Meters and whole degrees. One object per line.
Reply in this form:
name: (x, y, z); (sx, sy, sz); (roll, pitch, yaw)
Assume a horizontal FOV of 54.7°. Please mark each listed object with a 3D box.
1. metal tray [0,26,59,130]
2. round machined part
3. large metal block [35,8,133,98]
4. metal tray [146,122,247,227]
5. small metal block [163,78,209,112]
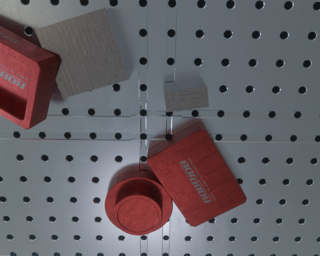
metal tray: (-0.187, -0.067, 0.355); (0.130, 0.030, 0.089); (29, 122, 6)
round machined part: (-0.031, 0.114, 0.446); (0.099, 0.042, 0.097); (0, 110, 0)
large metal block: (-0.085, -0.089, 0.366); (0.080, 0.050, 0.080); (-15, 110, 5)
metal tray: (0.052, 0.068, 0.436); (0.090, 0.030, 0.130); (-30, 108, 10)
small metal block: (0.031, -0.042, 0.385); (0.050, 0.050, 0.025); (-7, 110, 2)
